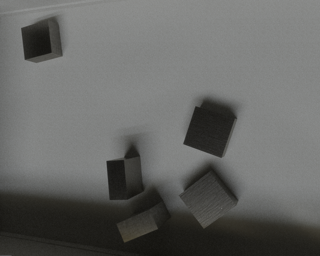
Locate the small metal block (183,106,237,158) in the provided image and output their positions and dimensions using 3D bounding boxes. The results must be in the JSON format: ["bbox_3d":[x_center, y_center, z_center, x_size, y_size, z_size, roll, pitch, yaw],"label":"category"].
[{"bbox_3d":[0.063,0.004,0.388,0.050,0.025,0.050,20,97,19],"label":"small metal block"}]

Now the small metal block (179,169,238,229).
[{"bbox_3d":[0.061,0.088,0.389,0.050,0.025,0.050,-41,77,15],"label":"small metal block"}]

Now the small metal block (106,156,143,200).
[{"bbox_3d":[-0.046,0.066,0.413,0.025,0.050,0.050,-6,88,20],"label":"small metal block"}]

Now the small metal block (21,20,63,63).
[{"bbox_3d":[-0.181,-0.131,0.474,0.050,0.025,0.050,-8,87,19],"label":"small metal block"}]

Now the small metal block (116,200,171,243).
[{"bbox_3d":[-0.020,0.121,0.404,0.050,0.050,0.025,-28,81,18],"label":"small metal block"}]
